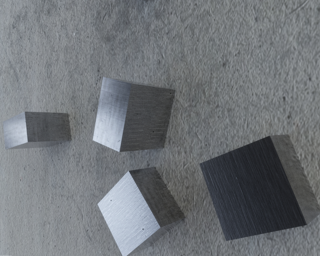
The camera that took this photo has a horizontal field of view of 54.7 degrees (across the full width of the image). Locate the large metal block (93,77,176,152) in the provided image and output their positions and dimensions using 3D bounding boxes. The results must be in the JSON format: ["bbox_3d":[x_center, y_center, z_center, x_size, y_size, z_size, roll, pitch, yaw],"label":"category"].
[{"bbox_3d":[-0.032,-0.017,0.395,0.050,0.081,0.079,19,102,38],"label":"large metal block"}]

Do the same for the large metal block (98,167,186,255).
[{"bbox_3d":[-0.027,0.110,0.411,0.080,0.050,0.080,-48,62,29],"label":"large metal block"}]

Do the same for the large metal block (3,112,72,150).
[{"bbox_3d":[-0.217,0.005,0.549,0.080,0.081,0.050,-14,81,39],"label":"large metal block"}]

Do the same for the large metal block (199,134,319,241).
[{"bbox_3d":[0.097,0.059,0.308,0.080,0.050,0.080,-28,72,36],"label":"large metal block"}]
